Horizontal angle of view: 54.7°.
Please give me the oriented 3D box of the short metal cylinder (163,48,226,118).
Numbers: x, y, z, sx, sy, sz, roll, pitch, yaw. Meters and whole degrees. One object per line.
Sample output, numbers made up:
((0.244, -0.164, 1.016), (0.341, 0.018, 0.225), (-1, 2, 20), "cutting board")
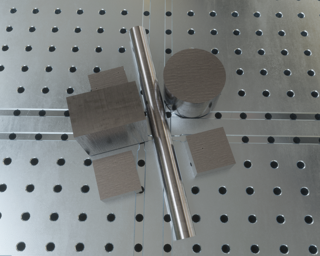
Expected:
((0.044, -0.060, 0.420), (0.081, 0.050, 0.080), (0, 70, 0), "short metal cylinder")

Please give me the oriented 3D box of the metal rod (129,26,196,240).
((-0.002, -0.008, 0.414), (0.025, 0.025, 0.299), (-12, 70, -5), "metal rod")

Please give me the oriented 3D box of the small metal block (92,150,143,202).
((-0.053, 0.061, 0.389), (0.050, 0.025, 0.050), (-15, 71, -6), "small metal block")

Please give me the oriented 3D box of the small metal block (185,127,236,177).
((0.064, 0.031, 0.401), (0.050, 0.025, 0.050), (-14, 71, -6), "small metal block")

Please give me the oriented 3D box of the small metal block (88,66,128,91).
((-0.068, -0.053, 0.430), (0.050, 0.025, 0.050), (-16, 71, -6), "small metal block")

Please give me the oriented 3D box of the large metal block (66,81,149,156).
((-0.061, -0.009, 0.383), (0.081, 0.080, 0.050), (-15, 71, -6), "large metal block")
